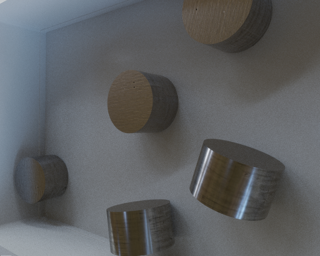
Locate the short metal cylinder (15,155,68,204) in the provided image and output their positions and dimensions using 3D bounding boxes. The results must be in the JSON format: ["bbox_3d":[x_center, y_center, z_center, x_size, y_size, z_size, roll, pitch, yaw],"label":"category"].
[{"bbox_3d":[-0.212,0.090,0.554,0.080,0.050,0.079,1,91,30],"label":"short metal cylinder"}]

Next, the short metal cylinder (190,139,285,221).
[{"bbox_3d":[0.075,0.048,0.308,0.080,0.081,0.050,24,105,37],"label":"short metal cylinder"}]

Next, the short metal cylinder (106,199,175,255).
[{"bbox_3d":[-0.024,0.122,0.389,0.080,0.081,0.050,-11,83,39],"label":"short metal cylinder"}]

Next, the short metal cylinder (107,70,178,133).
[{"bbox_3d":[-0.023,-0.033,0.408,0.080,0.050,0.079,0,90,39],"label":"short metal cylinder"}]

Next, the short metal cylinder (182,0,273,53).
[{"bbox_3d":[0.071,-0.125,0.331,0.080,0.050,0.079,0,90,39],"label":"short metal cylinder"}]
